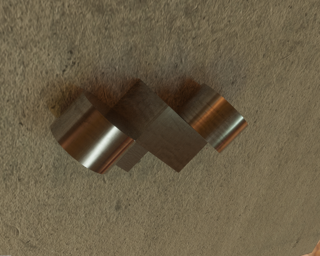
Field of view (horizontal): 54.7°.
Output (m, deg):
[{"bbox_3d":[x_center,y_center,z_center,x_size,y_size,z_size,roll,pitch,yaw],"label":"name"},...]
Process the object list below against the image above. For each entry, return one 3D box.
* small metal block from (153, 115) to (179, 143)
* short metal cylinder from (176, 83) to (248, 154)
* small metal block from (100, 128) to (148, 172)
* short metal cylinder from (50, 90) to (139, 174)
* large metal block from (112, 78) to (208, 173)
[{"bbox_3d":[0.026,0.016,0.433,0.050,0.025,0.050,-46,129,4],"label":"small metal block"},{"bbox_3d":[0.066,-0.012,0.402,0.050,0.080,0.080,-46,129,4],"label":"short metal cylinder"},{"bbox_3d":[-0.045,0.022,0.398,0.050,0.025,0.050,-46,129,4],"label":"small metal block"},{"bbox_3d":[-0.070,0.004,0.337,0.050,0.080,0.080,-46,129,4],"label":"short metal cylinder"},{"bbox_3d":[-0.002,-0.004,0.371,0.050,0.080,0.080,-47,130,4],"label":"large metal block"}]
